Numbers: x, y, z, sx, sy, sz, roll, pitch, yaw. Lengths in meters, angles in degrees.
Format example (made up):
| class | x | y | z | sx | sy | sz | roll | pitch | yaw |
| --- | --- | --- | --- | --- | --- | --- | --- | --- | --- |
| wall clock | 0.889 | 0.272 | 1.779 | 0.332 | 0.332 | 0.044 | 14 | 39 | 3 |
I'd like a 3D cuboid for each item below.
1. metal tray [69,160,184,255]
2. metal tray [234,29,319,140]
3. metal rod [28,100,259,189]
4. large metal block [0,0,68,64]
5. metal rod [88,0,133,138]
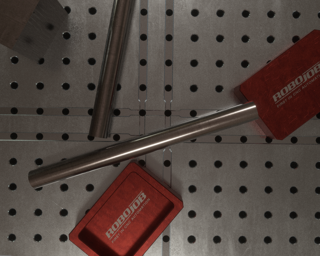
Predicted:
| class | x | y | z | sx | sy | sz | roll | pitch | yaw |
| --- | --- | --- | --- | --- | --- | --- | --- | --- | --- |
| metal tray | -0.043 | 0.119 | 0.410 | 0.090 | 0.030 | 0.130 | 40 | 90 | -1 |
| metal tray | 0.178 | -0.056 | 0.413 | 0.130 | 0.030 | 0.090 | -37 | 90 | -1 |
| metal rod | -0.025 | 0.023 | 0.399 | 0.301 | 0.025 | 0.025 | -18 | 90 | 5 |
| large metal block | -0.167 | -0.134 | 0.384 | 0.050 | 0.080 | 0.080 | 29 | 90 | -1 |
| metal rod | -0.055 | -0.135 | 0.412 | 0.025 | 0.025 | 0.298 | 11 | 90 | -1 |
